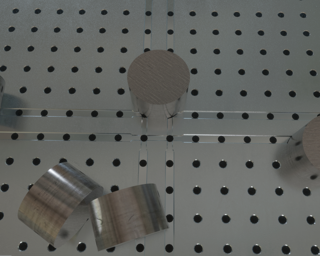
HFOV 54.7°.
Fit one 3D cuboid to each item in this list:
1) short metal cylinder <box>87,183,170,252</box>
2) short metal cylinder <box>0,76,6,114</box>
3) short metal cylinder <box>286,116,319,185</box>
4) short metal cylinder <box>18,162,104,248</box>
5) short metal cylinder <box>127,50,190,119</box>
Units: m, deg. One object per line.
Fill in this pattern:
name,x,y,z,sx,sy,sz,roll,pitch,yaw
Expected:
short metal cylinder,-0.035,0.100,0.346,0.081,0.080,0.050,-16,71,-6
short metal cylinder,-0.246,-0.043,0.396,0.081,0.080,0.050,-1,70,0
short metal cylinder,0.209,0.028,0.389,0.081,0.050,0.080,0,70,0
short metal cylinder,-0.110,0.086,0.350,0.050,0.080,0.080,33,73,11
short metal cylinder,-0.002,-0.058,0.419,0.081,0.050,0.080,0,70,0
